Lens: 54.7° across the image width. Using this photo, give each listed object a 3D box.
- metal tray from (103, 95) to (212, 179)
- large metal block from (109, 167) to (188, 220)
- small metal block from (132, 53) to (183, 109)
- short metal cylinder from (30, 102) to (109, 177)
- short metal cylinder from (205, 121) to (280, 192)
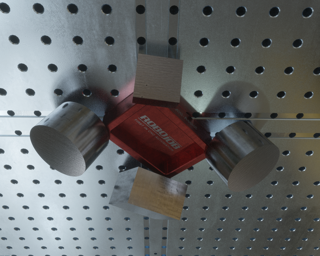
[{"bbox_3d":[-0.001,0.010,0.415,0.090,0.030,0.130,-34,123,25],"label":"metal tray"},{"bbox_3d":[-0.019,0.099,0.456,0.080,0.050,0.080,24,157,-20],"label":"large metal block"},{"bbox_3d":[-0.003,-0.052,0.347,0.050,0.050,0.025,7,168,-6],"label":"small metal block"},{"bbox_3d":[-0.112,0.014,0.386,0.080,0.050,0.079,17,134,19],"label":"short metal cylinder"},{"bbox_3d":[0.108,0.038,0.408,0.081,0.050,0.079,-18,134,-20],"label":"short metal cylinder"}]
